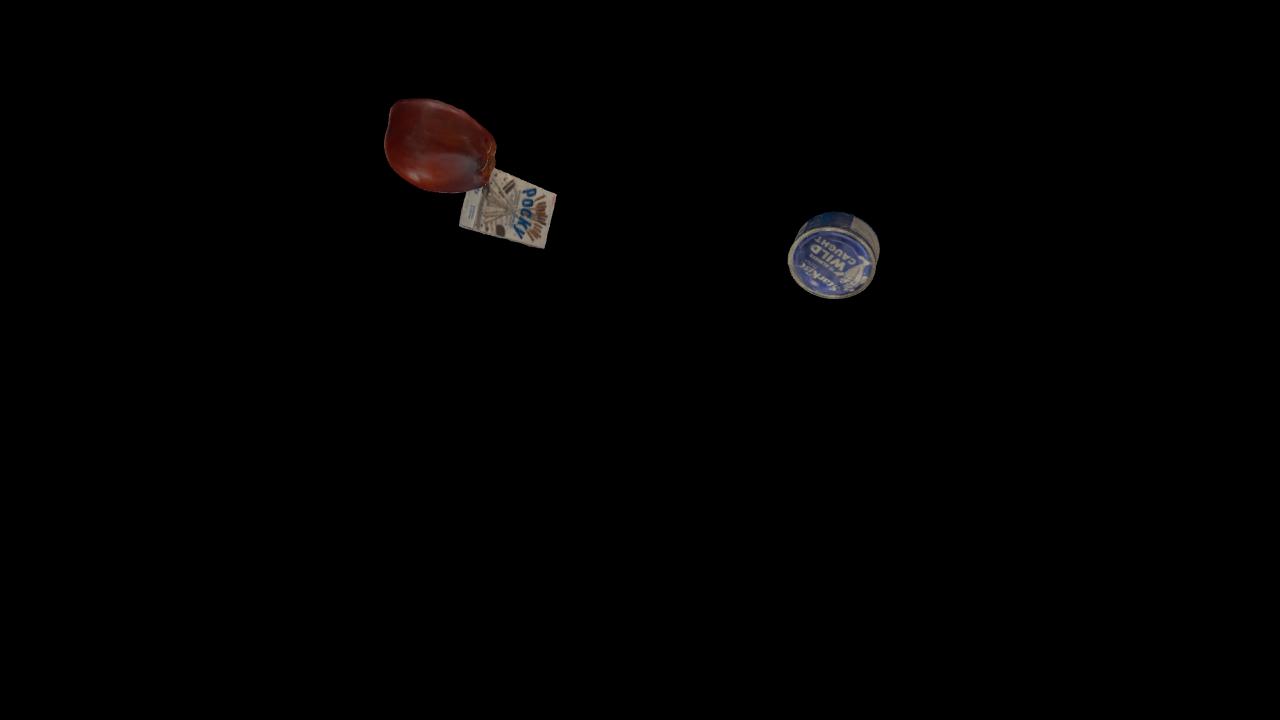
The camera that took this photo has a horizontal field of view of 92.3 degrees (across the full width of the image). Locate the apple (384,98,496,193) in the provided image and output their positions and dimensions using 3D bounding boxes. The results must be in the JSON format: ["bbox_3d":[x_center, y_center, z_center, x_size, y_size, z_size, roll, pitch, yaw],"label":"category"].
[{"bbox_3d":[-0.171,-0.180,0.524,0.093,0.079,0.079,11,0,-1],"label":"apple"}]

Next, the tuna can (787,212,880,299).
[{"bbox_3d":[0.192,-0.103,0.609,0.084,0.084,0.034,0,42,32],"label":"tuna can"}]

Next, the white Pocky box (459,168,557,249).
[{"bbox_3d":[-0.175,-0.204,0.832,0.028,0.084,0.154,18,8,26],"label":"white Pocky box"}]
